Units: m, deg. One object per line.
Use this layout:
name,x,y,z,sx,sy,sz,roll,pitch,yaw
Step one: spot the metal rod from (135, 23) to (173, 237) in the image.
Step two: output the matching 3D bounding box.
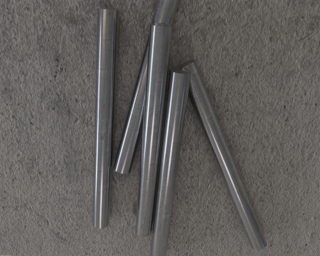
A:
metal rod,-0.011,0.021,0.401,0.025,0.025,0.298,5,116,-2

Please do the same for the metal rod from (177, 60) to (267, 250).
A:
metal rod,0.092,0.050,0.428,0.025,0.025,0.299,-22,109,8

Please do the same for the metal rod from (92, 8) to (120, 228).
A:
metal rod,-0.074,0.002,0.409,0.025,0.025,0.298,5,110,-2

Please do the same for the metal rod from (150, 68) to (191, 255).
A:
metal rod,0.010,0.068,0.422,0.025,0.025,0.298,5,115,-2

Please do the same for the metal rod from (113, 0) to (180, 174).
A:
metal rod,-0.011,-0.077,0.380,0.025,0.025,0.298,15,109,-6
